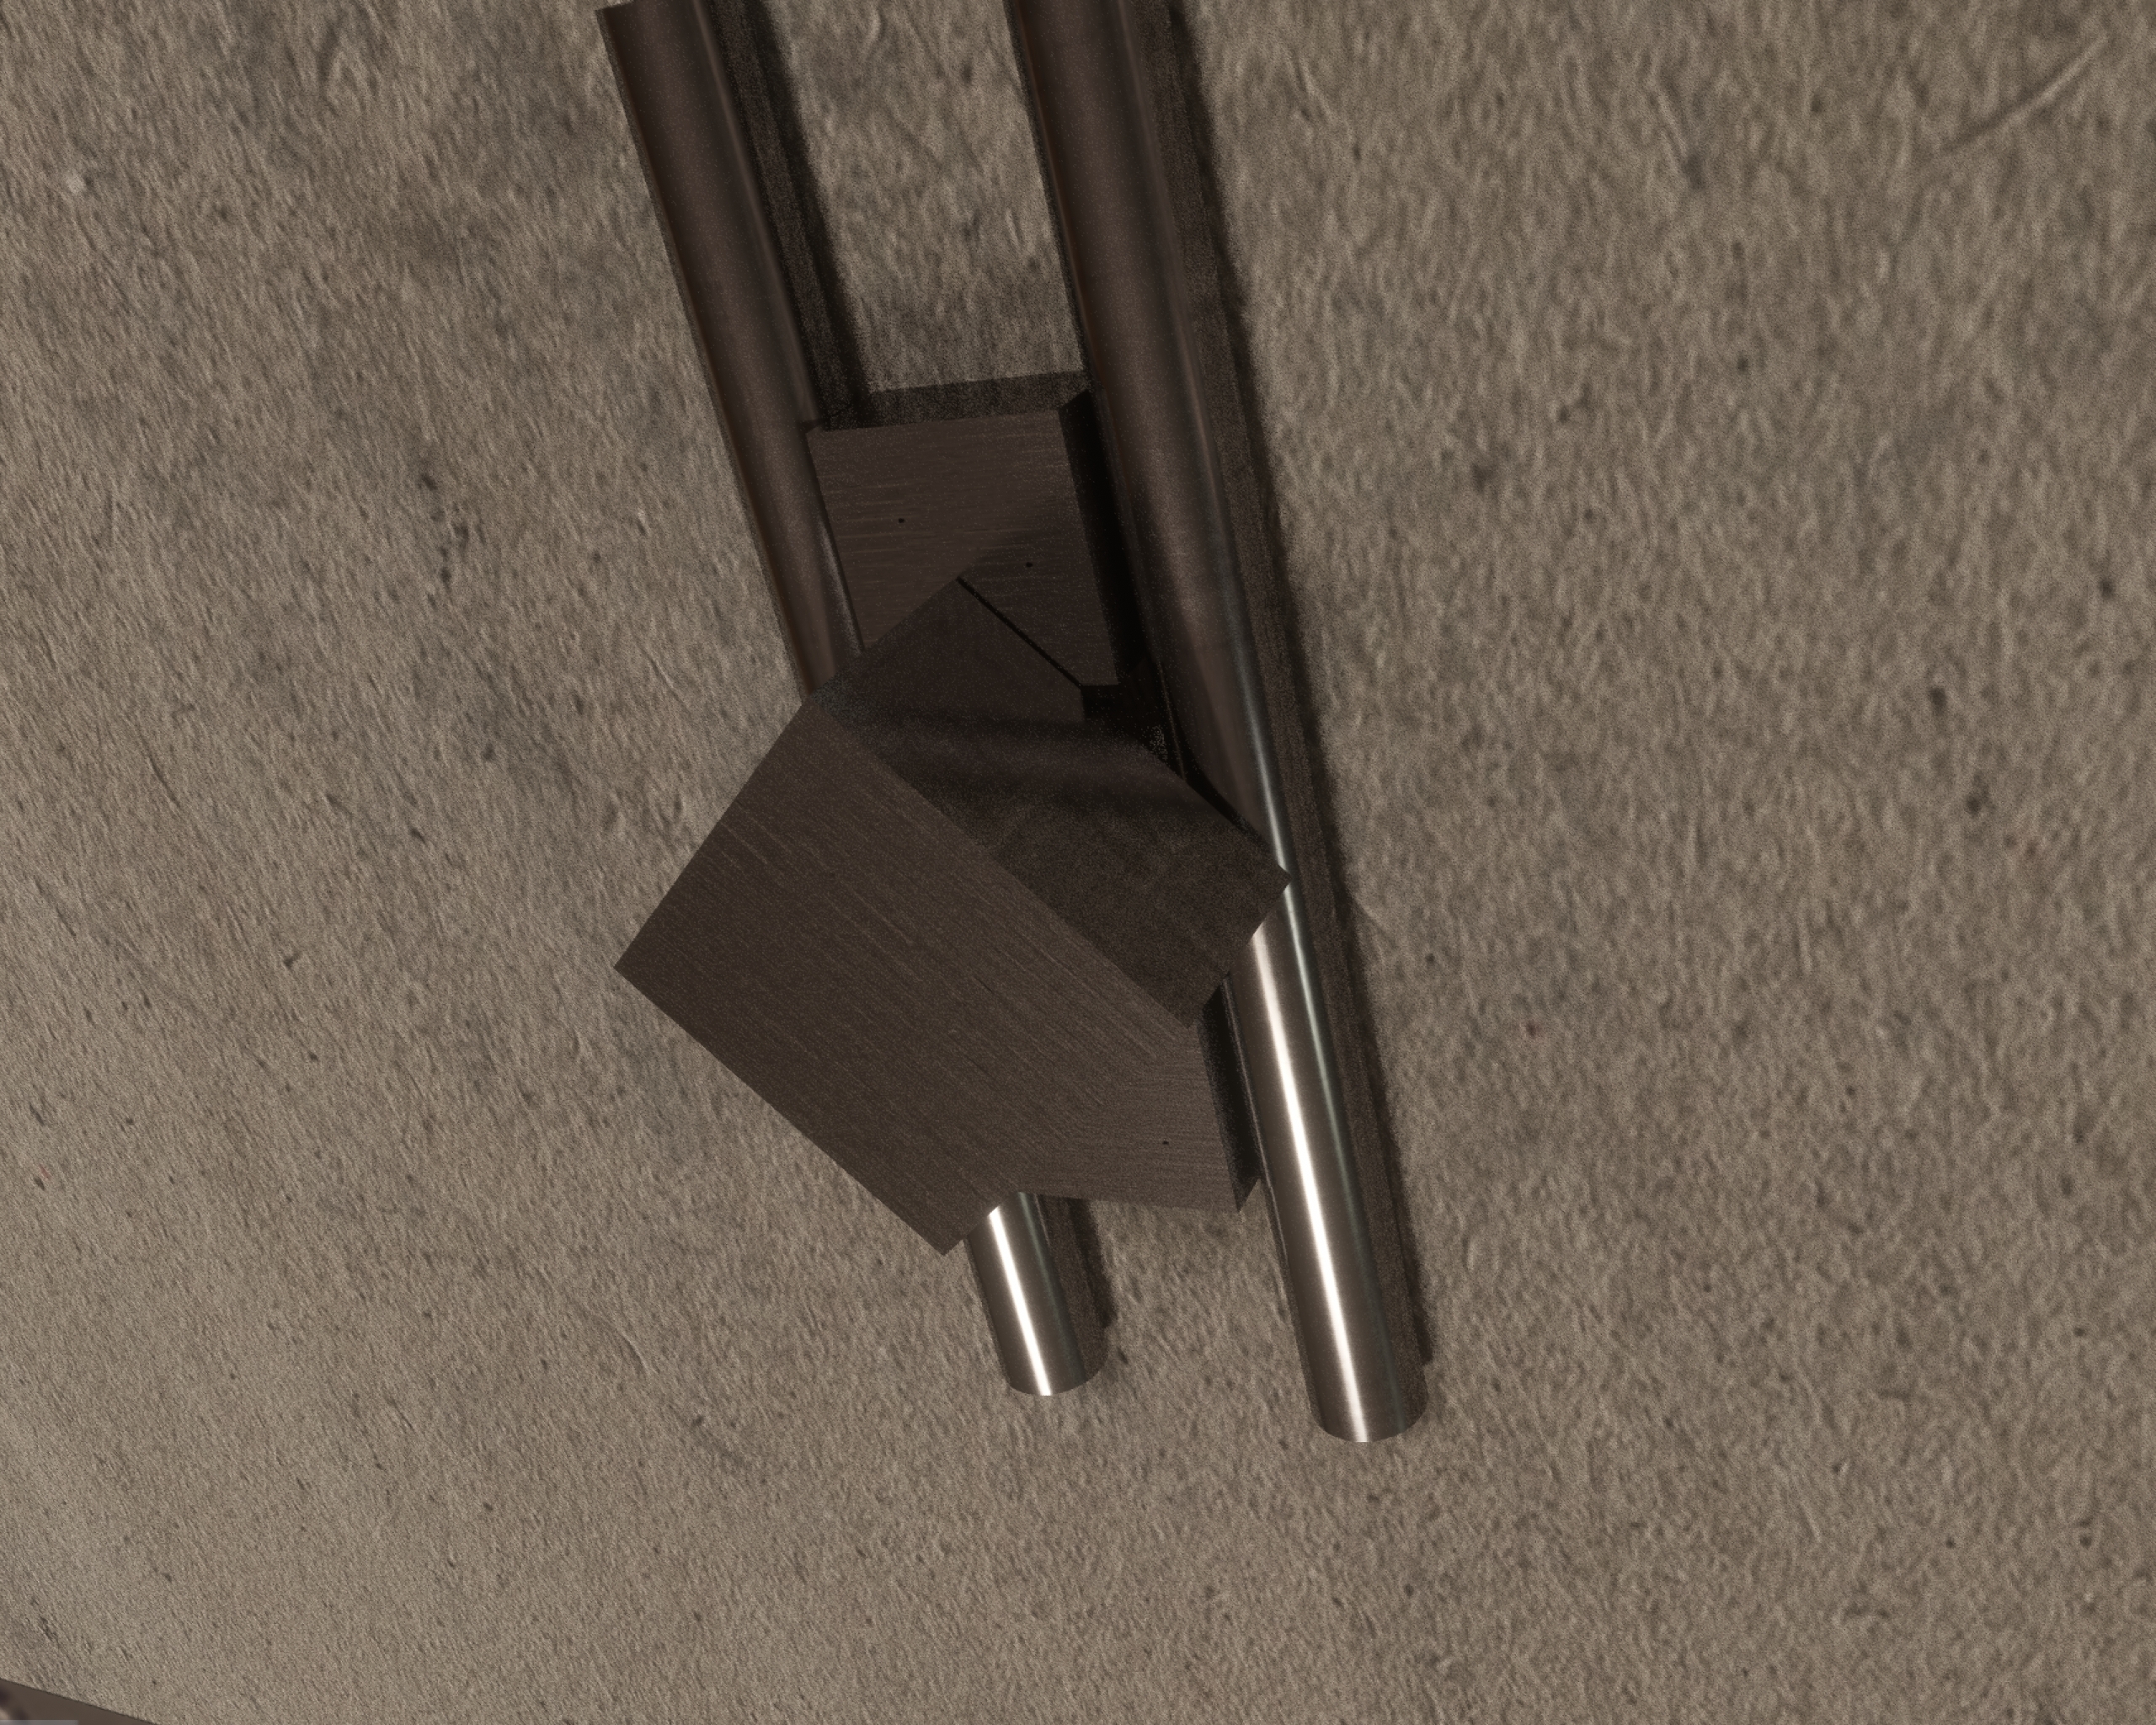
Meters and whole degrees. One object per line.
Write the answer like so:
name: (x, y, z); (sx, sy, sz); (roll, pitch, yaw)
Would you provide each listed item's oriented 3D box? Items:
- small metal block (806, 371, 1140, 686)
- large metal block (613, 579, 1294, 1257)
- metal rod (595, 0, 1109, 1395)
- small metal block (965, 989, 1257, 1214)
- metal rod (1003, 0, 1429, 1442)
small metal block: (-0.015, -0.059, 0.377); (0.050, 0.025, 0.050); (1, 119, 27)
large metal block: (-0.023, 0.011, 0.375); (0.080, 0.050, 0.080); (42, 129, -1)
metal rod: (-0.037, -0.016, 0.417); (0.025, 0.025, 0.298); (0, 119, 27)
small metal block: (0.010, 0.042, 0.427); (0.050, 0.025, 0.050); (1, 119, 27)
metal rod: (0.030, -0.015, 0.382); (0.025, 0.025, 0.298); (0, 119, 27)
